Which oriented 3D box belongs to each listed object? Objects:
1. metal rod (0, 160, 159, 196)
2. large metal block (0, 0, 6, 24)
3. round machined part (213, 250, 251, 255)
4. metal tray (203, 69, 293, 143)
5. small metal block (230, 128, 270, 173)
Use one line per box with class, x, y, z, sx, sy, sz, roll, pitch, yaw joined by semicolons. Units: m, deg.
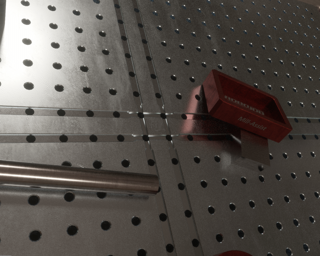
metal rod;-0.143;0.045;0.304;0.302;0.025;0.025;9;58;-24
large metal block;-0.225;-0.174;0.358;0.050;0.080;0.080;-33;80;-38
round machined part;0.076;0.184;0.327;0.099;0.042;0.098;14;56;-21
metal tray;0.135;-0.035;0.485;0.131;0.030;0.090;20;37;-17
small metal block;0.134;0.033;0.463;0.050;0.025;0.050;20;54;-17
